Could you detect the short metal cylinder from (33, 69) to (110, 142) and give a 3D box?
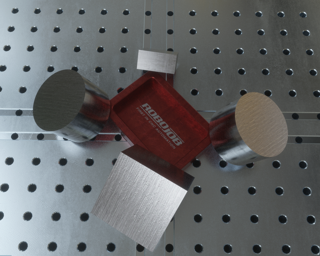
[{"bbox_3d":[-0.111,-0.027,0.391,0.080,0.050,0.080,-9,69,24],"label":"short metal cylinder"}]

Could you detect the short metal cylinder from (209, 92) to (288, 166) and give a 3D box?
[{"bbox_3d":[0.108,0.002,0.382,0.081,0.050,0.080,10,68,-25],"label":"short metal cylinder"}]

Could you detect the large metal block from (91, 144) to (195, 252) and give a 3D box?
[{"bbox_3d":[-0.018,0.076,0.352,0.080,0.050,0.080,29,103,10],"label":"large metal block"}]

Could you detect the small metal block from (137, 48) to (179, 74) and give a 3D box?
[{"bbox_3d":[-0.002,-0.094,0.430,0.050,0.050,0.025,8,108,3],"label":"small metal block"}]

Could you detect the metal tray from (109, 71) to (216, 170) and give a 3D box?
[{"bbox_3d":[0.000,-0.005,0.410,0.090,0.030,0.130,-40,75,-13],"label":"metal tray"}]
